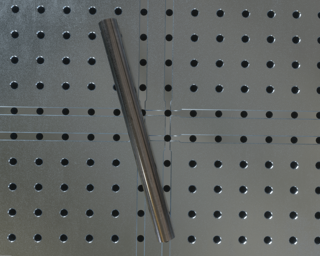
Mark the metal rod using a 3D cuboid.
[{"bbox_3d":[-0.031,0.003,0.412,0.025,0.025,0.298,-15,90,0],"label":"metal rod"}]
